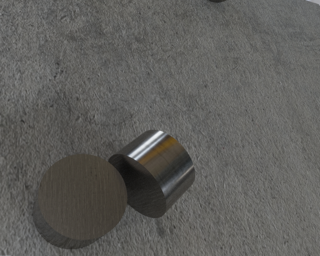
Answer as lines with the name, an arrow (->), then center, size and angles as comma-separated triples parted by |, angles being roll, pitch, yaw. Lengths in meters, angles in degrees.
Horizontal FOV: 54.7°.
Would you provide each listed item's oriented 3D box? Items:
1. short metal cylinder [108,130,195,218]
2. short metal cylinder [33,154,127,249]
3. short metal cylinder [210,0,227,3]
short metal cylinder -> -0.010, 0.049, 0.333 | 0.080, 0.080, 0.050 | 48, 51, 5
short metal cylinder -> -0.078, 0.072, 0.302 | 0.081, 0.050, 0.080 | 14, 56, -21
short metal cylinder -> 0.123, -0.299, 0.617 | 0.081, 0.080, 0.050 | -10, 67, -32
